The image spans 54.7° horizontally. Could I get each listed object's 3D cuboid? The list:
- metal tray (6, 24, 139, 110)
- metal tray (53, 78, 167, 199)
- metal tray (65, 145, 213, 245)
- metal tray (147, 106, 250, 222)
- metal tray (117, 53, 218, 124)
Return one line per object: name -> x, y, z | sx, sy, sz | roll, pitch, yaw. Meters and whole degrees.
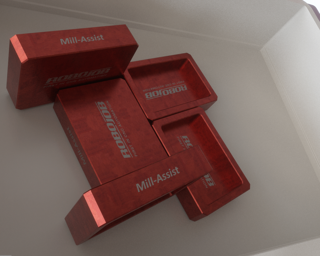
metal tray -> -0.098, -0.069, 0.350 | 0.131, 0.090, 0.030 | -20, 73, -36
metal tray -> -0.057, 0.008, 0.365 | 0.091, 0.030, 0.130 | -19, 72, -36
metal tray -> -0.020, 0.066, 0.310 | 0.131, 0.090, 0.030 | -19, 72, -35
metal tray -> 0.048, 0.041, 0.402 | 0.091, 0.030, 0.130 | -19, 72, -36
metal tray -> 0.010, -0.056, 0.441 | 0.131, 0.030, 0.090 | -19, 72, -35
